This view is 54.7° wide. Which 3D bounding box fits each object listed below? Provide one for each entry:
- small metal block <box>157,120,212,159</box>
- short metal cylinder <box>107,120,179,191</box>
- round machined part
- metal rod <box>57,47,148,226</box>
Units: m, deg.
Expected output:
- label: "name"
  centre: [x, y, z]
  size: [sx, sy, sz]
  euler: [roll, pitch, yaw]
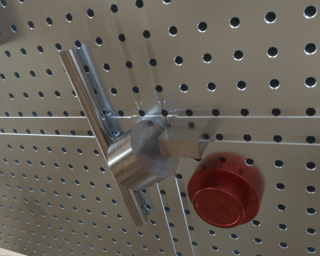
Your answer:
- label: "small metal block"
  centre: [0.032, 0.013, 0.385]
  size: [0.050, 0.050, 0.025]
  euler: [1, 119, 27]
- label: "short metal cylinder"
  centre: [-0.021, 0.036, 0.408]
  size: [0.050, 0.080, 0.080]
  euler: [-35, 99, 38]
- label: "round machined part"
  centre: [0.083, 0.095, 0.414]
  size: [0.098, 0.042, 0.097]
  euler: [13, 124, 20]
- label: "metal rod"
  centre: [-0.078, 0.027, 0.467]
  size: [0.025, 0.025, 0.298]
  euler: [-6, 116, 30]
